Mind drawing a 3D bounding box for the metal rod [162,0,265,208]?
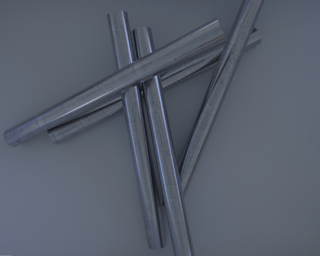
[{"bbox_3d":[0.067,-0.034,0.394,0.025,0.025,0.298,21,97,0],"label":"metal rod"}]

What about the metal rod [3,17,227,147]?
[{"bbox_3d":[-0.067,-0.044,0.365,0.300,0.025,0.025,-24,90,18],"label":"metal rod"}]

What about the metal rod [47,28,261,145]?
[{"bbox_3d":[-0.007,-0.056,0.411,0.301,0.025,0.025,-26,90,0],"label":"metal rod"}]

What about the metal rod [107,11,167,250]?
[{"bbox_3d":[-0.027,0.009,0.391,0.025,0.025,0.298,-9,98,0],"label":"metal rod"}]

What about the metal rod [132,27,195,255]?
[{"bbox_3d":[0.005,0.025,0.384,0.025,0.025,0.298,-11,89,0],"label":"metal rod"}]
